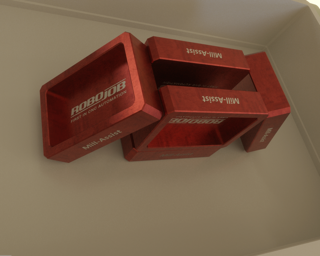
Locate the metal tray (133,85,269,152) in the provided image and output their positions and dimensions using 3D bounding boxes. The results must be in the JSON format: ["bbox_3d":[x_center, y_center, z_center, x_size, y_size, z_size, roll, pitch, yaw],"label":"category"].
[{"bbox_3d":[0.044,-0.007,0.351,0.131,0.090,0.030,0,62,-29],"label":"metal tray"}]

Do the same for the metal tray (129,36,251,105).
[{"bbox_3d":[0.031,-0.061,0.376,0.131,0.090,0.030,0,62,-28],"label":"metal tray"}]

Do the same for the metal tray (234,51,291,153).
[{"bbox_3d":[0.130,-0.030,0.426,0.030,0.130,0.090,-13,66,-1],"label":"metal tray"}]

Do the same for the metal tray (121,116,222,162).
[{"bbox_3d":[0.011,-0.006,0.410,0.131,0.030,0.090,0,62,-29],"label":"metal tray"}]

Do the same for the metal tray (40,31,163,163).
[{"bbox_3d":[-0.067,-0.028,0.320,0.030,0.130,0.090,26,45,-55],"label":"metal tray"}]
